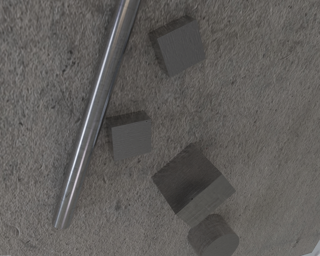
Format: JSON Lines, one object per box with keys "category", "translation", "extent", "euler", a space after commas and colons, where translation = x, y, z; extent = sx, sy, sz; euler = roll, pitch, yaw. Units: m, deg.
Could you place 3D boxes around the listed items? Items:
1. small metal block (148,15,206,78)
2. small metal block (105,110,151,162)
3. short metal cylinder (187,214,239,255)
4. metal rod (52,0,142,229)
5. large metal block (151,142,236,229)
{"category": "small metal block", "translation": [0.021, -0.095, 0.359], "extent": [0.050, 0.025, 0.050], "euler": [-29, 128, -10]}
{"category": "small metal block", "translation": [-0.039, 0.009, 0.392], "extent": [0.050, 0.025, 0.050], "euler": [-13, 124, -21]}
{"category": "short metal cylinder", "translation": [0.098, 0.207, 0.573], "extent": [0.081, 0.050, 0.079], "euler": [-14, 124, -21]}
{"category": "metal rod", "translation": [-0.080, -0.004, 0.360], "extent": [0.025, 0.025, 0.298], "euler": [8, 114, -32]}
{"category": "large metal block", "translation": [0.047, 0.081, 0.447], "extent": [0.080, 0.080, 0.050], "euler": [-41, 130, 0]}
